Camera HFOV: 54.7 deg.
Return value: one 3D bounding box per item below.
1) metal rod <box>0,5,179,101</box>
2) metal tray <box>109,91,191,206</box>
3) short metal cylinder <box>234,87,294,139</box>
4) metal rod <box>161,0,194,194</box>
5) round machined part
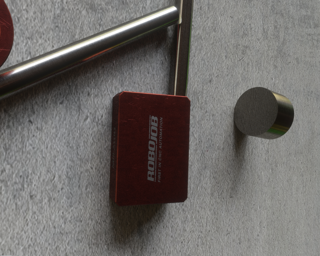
[{"bbox_3d":[-0.086,-0.081,0.332,0.302,0.025,0.025,-35,112,-34],"label":"metal rod"},{"bbox_3d":[-0.011,0.024,0.375,0.091,0.030,0.129,2,88,-23],"label":"metal tray"},{"bbox_3d":[0.170,-0.023,0.511,0.050,0.080,0.080,10,84,-40],"label":"short metal cylinder"},{"bbox_3d":[0.025,-0.059,0.425,0.025,0.025,0.298,7,85,-40],"label":"metal rod"},{"bbox_3d":[-0.175,-0.080,0.247,0.099,0.042,0.097,0,90,-40],"label":"round machined part"}]
